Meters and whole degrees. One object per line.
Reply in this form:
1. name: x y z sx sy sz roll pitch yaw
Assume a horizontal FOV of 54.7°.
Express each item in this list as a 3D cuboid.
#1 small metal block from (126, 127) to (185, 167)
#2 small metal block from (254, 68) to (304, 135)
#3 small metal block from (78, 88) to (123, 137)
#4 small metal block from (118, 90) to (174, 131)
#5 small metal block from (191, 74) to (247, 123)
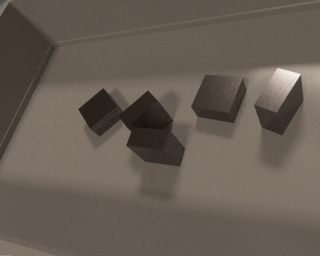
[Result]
1. small metal block: -0.004 0.023 0.376 0.050 0.050 0.025 4 64 29
2. small metal block: 0.131 -0.028 0.338 0.025 0.050 0.050 27 76 37
3. small metal block: -0.087 -0.024 0.464 0.050 0.025 0.050 -40 51 0
4. small metal block: -0.017 -0.013 0.405 0.050 0.050 0.025 -41 51 0
5. small metal block: 0.074 -0.037 0.389 0.050 0.025 0.050 13 68 33
